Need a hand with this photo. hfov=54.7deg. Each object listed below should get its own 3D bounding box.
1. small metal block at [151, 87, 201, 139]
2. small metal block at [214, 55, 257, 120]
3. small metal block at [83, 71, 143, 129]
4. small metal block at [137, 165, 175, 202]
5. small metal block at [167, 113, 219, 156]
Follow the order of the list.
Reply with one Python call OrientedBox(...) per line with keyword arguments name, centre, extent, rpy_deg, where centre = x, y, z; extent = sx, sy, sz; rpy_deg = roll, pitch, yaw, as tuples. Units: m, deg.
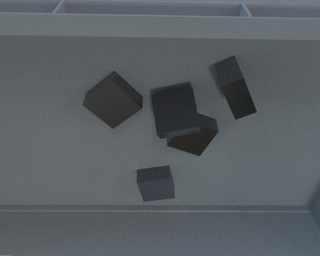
OrientedBox(name="small metal block", centre=(0.020, -0.018, 0.375), extent=(0.050, 0.050, 0.025), rpy_deg=(-10, 164, 8))
OrientedBox(name="small metal block", centre=(0.086, -0.046, 0.355), extent=(0.025, 0.050, 0.050), rpy_deg=(-21, 127, 17))
OrientedBox(name="small metal block", centre=(-0.057, -0.033, 0.380), extent=(0.050, 0.025, 0.050), rpy_deg=(-33, 123, 24))
OrientedBox(name="small metal block", centre=(-0.006, 0.087, 0.484), extent=(0.050, 0.025, 0.050), rpy_deg=(-8, 130, 6))
OrientedBox(name="small metal block", centre=(0.042, 0.006, 0.415), extent=(0.050, 0.025, 0.050), rpy_deg=(18, 128, -16))
